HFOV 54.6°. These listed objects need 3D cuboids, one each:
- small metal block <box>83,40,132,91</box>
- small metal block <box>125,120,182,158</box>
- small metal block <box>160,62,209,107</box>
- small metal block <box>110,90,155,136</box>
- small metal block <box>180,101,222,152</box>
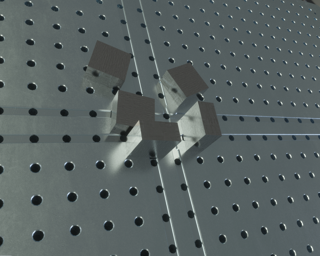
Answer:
[{"bbox_3d":[-0.070,-0.084,0.421,0.050,0.025,0.050,20,54,-16],"label":"small metal block"},{"bbox_3d":[-0.010,0.015,0.377,0.050,0.050,0.025,4,61,-27],"label":"small metal block"},{"bbox_3d":[0.037,-0.066,0.468,0.050,0.025,0.050,-26,76,-37],"label":"small metal block"},{"bbox_3d":[-0.035,-0.016,0.399,0.050,0.025,0.050,13,56,-21],"label":"small metal block"},{"bbox_3d":[0.054,-0.001,0.421,0.025,0.050,0.050,5,60,-26],"label":"small metal block"}]
